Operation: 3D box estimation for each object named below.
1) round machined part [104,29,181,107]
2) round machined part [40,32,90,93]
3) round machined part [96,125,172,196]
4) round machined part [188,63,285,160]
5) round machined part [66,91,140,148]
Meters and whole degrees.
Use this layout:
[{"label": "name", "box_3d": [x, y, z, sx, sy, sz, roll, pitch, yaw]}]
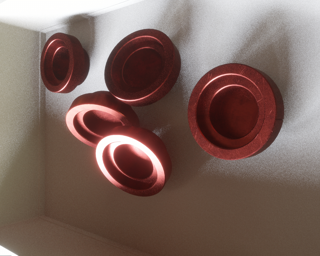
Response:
[{"label": "round machined part", "box_3d": [-0.018, -0.073, 0.395, 0.098, 0.042, 0.098, -9, 69, 24]}, {"label": "round machined part", "box_3d": [-0.157, -0.107, 0.522, 0.098, 0.042, 0.097, 0, 90, 39]}, {"label": "round machined part", "box_3d": [-0.029, 0.038, 0.399, 0.098, 0.042, 0.097, 14, 127, 20]}, {"label": "round machined part", "box_3d": [0.082, -0.016, 0.327, 0.098, 0.042, 0.097, 0, 90, 39]}, {"label": "round machined part", "box_3d": [-0.076, -0.014, 0.433, 0.098, 0.098, 0.042, -25, 37, 37]}]
